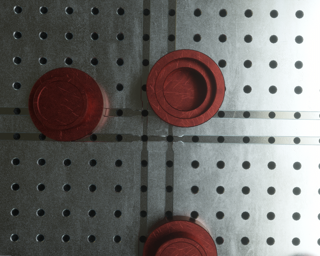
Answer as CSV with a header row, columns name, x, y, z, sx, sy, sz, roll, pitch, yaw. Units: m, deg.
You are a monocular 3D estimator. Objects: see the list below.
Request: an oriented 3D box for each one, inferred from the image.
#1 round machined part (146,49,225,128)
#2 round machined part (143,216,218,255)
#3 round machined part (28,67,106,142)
name,x,y,z,sx,sy,sz,roll,pitch,yaw
round machined part,0.032,-0.049,0.405,0.099,0.042,0.097,0,90,0
round machined part,0.026,0.169,0.405,0.099,0.042,0.097,0,90,0
round machined part,-0.123,-0.031,0.404,0.099,0.042,0.097,0,90,0
